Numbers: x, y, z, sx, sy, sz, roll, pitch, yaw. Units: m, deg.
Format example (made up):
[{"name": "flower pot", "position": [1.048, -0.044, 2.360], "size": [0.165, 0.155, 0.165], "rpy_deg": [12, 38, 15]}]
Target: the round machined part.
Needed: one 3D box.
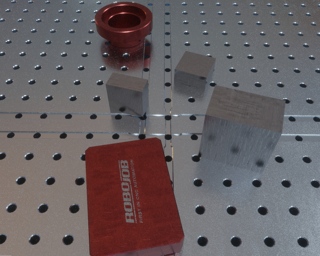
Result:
[{"name": "round machined part", "position": [-0.062, -0.178, 0.546], "size": [0.099, 0.042, 0.098], "rpy_deg": [0, 50, 0]}]

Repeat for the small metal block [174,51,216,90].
[{"name": "small metal block", "position": [0.055, -0.091, 0.485], "size": [0.050, 0.025, 0.050], "rpy_deg": [18, 52, 14]}]

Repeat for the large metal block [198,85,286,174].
[{"name": "large metal block", "position": [0.095, 0.003, 0.371], "size": [0.080, 0.080, 0.050], "rpy_deg": [15, 52, 11]}]

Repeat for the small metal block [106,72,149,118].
[{"name": "small metal block", "position": [-0.044, -0.045, 0.429], "size": [0.050, 0.050, 0.025], "rpy_deg": [13, 51, 10]}]

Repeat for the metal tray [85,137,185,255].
[{"name": "metal tray", "position": [-0.032, 0.075, 0.341], "size": [0.091, 0.030, 0.130], "rpy_deg": [-8, 51, -7]}]
